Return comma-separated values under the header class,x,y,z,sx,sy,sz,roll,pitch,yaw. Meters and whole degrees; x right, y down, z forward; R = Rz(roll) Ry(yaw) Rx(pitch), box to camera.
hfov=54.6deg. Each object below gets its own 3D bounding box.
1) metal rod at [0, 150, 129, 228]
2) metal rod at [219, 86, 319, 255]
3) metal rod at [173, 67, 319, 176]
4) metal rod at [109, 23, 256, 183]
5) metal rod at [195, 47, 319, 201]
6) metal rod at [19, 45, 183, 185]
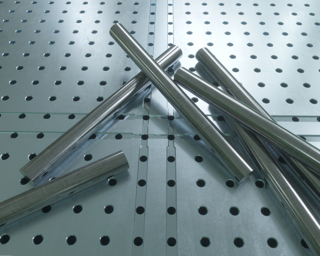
class,x,y,z,sx,sy,sz,roll,pitch,yaw
metal rod,-0.174,0.094,0.327,0.302,0.025,0.025,-23,54,-19
metal rod,0.134,0.057,0.360,0.025,0.025,0.300,-15,52,-13
metal rod,0.134,0.006,0.369,0.300,0.025,0.025,37,59,27
metal rod,0.017,-0.049,0.425,0.025,0.025,0.300,-28,63,-22
metal rod,0.132,-0.018,0.423,0.025,0.025,0.300,-20,53,-16
metal rod,-0.063,-0.035,0.436,0.025,0.025,0.301,30,56,23
